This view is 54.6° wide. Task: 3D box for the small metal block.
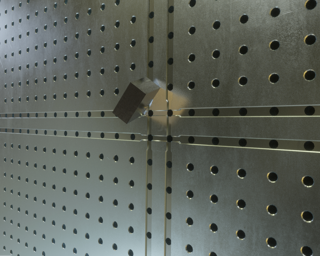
[{"bbox_3d":[-0.031,-0.038,0.416,0.025,0.050,0.050,39,116,7],"label":"small metal block"}]
